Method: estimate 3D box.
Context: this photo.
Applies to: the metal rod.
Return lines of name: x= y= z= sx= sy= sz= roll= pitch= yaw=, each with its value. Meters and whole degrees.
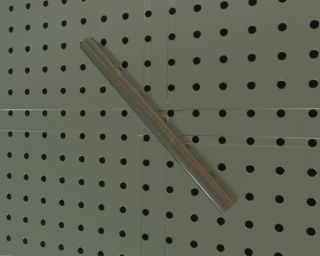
metal rod: x=-0.010 y=-0.012 z=0.417 sx=0.025 sy=0.025 sz=0.300 roll=-44 pitch=76 yaw=15
